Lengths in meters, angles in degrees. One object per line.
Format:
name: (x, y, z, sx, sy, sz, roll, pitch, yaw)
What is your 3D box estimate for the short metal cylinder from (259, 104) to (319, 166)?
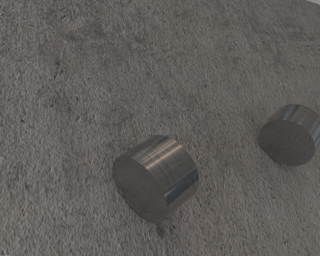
short metal cylinder: (0.199, 0.011, 0.469, 0.080, 0.080, 0.050, 47, 51, 5)

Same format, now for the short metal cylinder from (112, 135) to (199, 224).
short metal cylinder: (-0.005, 0.054, 0.333, 0.050, 0.080, 0.080, -31, 79, -38)
